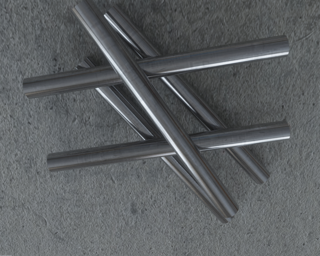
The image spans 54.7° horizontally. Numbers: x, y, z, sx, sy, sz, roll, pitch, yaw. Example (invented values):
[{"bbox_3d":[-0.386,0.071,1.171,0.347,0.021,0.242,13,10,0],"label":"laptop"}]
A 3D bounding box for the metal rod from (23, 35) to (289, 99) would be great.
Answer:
[{"bbox_3d":[-0.007,-0.070,0.359,0.302,0.025,0.025,-9,110,2],"label":"metal rod"}]

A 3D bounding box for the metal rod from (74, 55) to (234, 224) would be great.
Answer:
[{"bbox_3d":[0.002,0.026,0.420,0.025,0.025,0.300,-39,106,13],"label":"metal rod"}]

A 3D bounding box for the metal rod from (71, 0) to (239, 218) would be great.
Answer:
[{"bbox_3d":[0.006,-0.009,0.355,0.025,0.025,0.299,-33,107,11],"label":"metal rod"}]

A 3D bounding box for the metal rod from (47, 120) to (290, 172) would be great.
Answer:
[{"bbox_3d":[0.009,0.024,0.394,0.302,0.025,0.025,-8,110,2],"label":"metal rod"}]

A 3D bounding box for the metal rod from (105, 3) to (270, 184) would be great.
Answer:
[{"bbox_3d":[0.043,-0.033,0.399,0.025,0.025,0.300,-41,106,13],"label":"metal rod"}]
